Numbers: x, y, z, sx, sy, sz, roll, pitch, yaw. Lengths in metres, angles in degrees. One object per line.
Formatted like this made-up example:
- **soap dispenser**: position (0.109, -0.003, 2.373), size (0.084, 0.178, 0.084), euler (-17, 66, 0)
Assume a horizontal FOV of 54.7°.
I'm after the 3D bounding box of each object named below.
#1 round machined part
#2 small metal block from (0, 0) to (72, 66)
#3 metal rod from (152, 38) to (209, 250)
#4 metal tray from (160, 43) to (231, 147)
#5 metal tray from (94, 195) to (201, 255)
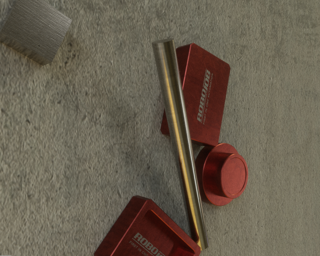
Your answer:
- **round machined part**: position (0.100, 0.072, 0.481), size (0.099, 0.042, 0.097), euler (0, 90, -40)
- **small metal block**: position (-0.123, -0.097, 0.303), size (0.050, 0.025, 0.050), euler (31, 71, -36)
- **metal rod**: position (0.032, 0.038, 0.401), size (0.025, 0.025, 0.298), euler (-30, 119, -36)
- **metal tray**: position (0.054, -0.045, 0.449), size (0.091, 0.030, 0.129), euler (18, 78, -39)
- **metal tray**: position (-0.010, 0.160, 0.395), size (0.130, 0.030, 0.090), euler (50, 60, -28)
